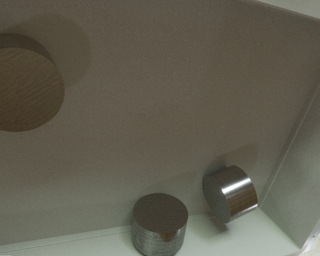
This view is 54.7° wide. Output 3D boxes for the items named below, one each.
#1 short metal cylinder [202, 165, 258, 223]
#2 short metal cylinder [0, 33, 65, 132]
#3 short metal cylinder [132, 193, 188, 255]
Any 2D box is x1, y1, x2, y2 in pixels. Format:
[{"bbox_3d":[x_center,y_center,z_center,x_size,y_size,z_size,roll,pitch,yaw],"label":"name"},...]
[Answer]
[{"bbox_3d":[0.111,0.106,0.502,0.050,0.080,0.079,-19,126,-18],"label":"short metal cylinder"},{"bbox_3d":[-0.136,-0.043,0.292,0.081,0.050,0.079,-14,125,-21],"label":"short metal cylinder"},{"bbox_3d":[-0.001,0.144,0.463,0.081,0.080,0.050,-9,122,-24],"label":"short metal cylinder"}]
